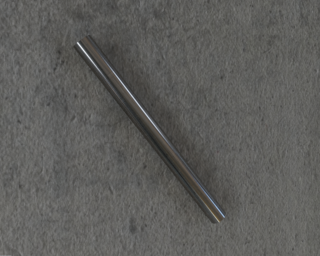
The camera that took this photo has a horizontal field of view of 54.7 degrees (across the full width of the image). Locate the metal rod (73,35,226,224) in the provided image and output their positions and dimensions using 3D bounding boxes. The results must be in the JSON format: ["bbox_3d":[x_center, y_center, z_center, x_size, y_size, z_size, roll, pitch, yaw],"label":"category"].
[{"bbox_3d":[-0.006,0.011,0.407,0.025,0.025,0.300,-41,103,-16],"label":"metal rod"}]
